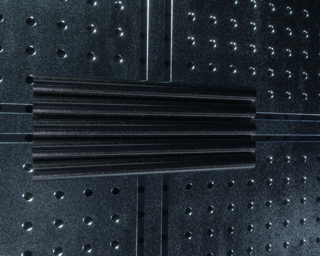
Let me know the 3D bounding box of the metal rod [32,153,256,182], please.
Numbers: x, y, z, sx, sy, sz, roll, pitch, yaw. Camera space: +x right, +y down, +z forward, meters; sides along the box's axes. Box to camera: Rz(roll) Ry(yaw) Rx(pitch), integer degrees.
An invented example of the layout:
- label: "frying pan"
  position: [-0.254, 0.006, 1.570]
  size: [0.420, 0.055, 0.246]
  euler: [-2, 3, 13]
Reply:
- label: "metal rod"
  position: [-0.006, 0.050, 0.411]
  size: [0.303, 0.025, 0.025]
  euler: [0, 90, -21]

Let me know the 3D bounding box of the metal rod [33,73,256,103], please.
- label: "metal rod"
  position: [-0.005, -0.050, 0.412]
  size: [0.303, 0.025, 0.025]
  euler: [0, 90, -21]

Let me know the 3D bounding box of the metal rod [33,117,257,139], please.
- label: "metal rod"
  position: [-0.005, 0.001, 0.412]
  size: [0.303, 0.025, 0.025]
  euler: [0, 90, -21]

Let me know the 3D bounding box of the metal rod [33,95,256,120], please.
- label: "metal rod"
  position: [-0.005, -0.025, 0.412]
  size: [0.303, 0.025, 0.025]
  euler: [0, 90, -21]

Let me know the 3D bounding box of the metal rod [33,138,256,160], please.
- label: "metal rod"
  position: [-0.005, 0.026, 0.411]
  size: [0.303, 0.025, 0.025]
  euler: [0, 90, -21]
